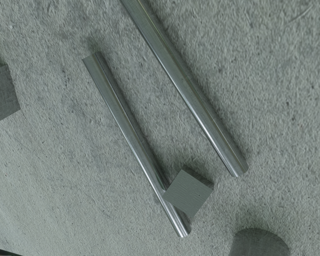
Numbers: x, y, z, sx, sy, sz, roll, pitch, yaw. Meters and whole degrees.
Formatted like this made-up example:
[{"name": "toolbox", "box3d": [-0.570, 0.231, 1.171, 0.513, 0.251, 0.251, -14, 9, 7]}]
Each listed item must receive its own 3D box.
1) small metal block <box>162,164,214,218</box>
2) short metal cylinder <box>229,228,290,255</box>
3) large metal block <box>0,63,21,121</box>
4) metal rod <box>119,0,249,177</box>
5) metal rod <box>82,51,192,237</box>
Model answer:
[{"name": "small metal block", "box3d": [0.039, 0.086, 0.427, 0.050, 0.025, 0.050, 34, 105, 5]}, {"name": "short metal cylinder", "box3d": [0.137, 0.189, 0.435, 0.080, 0.050, 0.079, 13, 124, 20]}, {"name": "large metal block", "box3d": [-0.285, -0.061, 0.499, 0.080, 0.050, 0.079, 12, 124, 21]}, {"name": "metal rod", "box3d": [0.018, -0.068, 0.354, 0.025, 0.025, 0.299, -25, 106, 36]}, {"name": "metal rod", "box3d": [-0.025, 0.035, 0.439, 0.025, 0.025, 0.299, -14, 111, 33]}]
